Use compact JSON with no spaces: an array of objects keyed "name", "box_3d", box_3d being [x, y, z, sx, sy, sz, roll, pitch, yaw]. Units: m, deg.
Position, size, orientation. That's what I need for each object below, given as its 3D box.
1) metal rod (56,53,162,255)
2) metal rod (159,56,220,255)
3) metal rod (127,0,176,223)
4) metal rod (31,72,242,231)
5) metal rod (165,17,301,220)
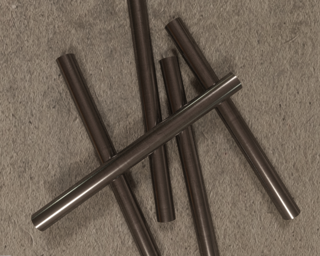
[{"name":"metal rod","box_3d":[-0.066,0.044,0.409,0.025,0.025,0.299,-23,90,0]},{"name":"metal rod","box_3d":[0.042,0.055,0.410,0.025,0.025,0.298,-12,90,0]},{"name":"metal rod","box_3d":[-0.012,-0.027,0.409,0.025,0.025,0.298,-8,90,0]},{"name":"metal rod","box_3d":[-0.028,0.029,0.383,0.301,0.025,0.025,-36,90,-1]},{"name":"metal rod","box_3d":[0.096,-0.012,0.411,0.025,0.025,0.299,-32,90,0]}]
